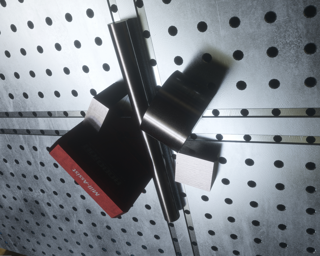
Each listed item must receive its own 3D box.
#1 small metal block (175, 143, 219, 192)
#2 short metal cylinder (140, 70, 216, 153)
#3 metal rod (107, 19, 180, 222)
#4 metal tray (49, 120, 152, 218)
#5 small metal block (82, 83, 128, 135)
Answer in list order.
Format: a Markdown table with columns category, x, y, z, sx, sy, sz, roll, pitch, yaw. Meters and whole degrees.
| category | x | y | z | sx | sy | sz | roll | pitch | yaw |
| --- | --- | --- | --- | --- | --- | --- | --- | --- | --- |
| small metal block | 0.049 | 0.052 | 0.417 | 0.050 | 0.025 | 0.050 | 14 | 124 | 20 |
| short metal cylinder | 0.021 | -0.018 | 0.352 | 0.050 | 0.080 | 0.079 | 33 | 129 | 6 |
| metal rod | -0.015 | 0.008 | 0.422 | 0.025 | 0.025 | 0.298 | 0 | 119 | 28 |
| metal tray | -0.078 | 0.050 | 0.438 | 0.130 | 0.090 | 0.030 | 48 | 129 | -6 |
| small metal block | -0.073 | -0.026 | 0.414 | 0.025 | 0.050 | 0.050 | 36 | 129 | 4 |
